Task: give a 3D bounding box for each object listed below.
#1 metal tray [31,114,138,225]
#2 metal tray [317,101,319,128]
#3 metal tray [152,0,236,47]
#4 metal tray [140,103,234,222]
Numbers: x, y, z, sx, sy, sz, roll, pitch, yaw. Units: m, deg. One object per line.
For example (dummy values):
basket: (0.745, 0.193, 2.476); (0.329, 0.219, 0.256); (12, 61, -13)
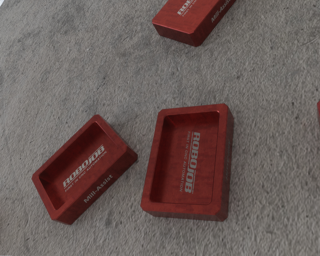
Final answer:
metal tray: (-0.105, 0.054, 0.422); (0.130, 0.030, 0.090); (-45, 51, -3)
metal tray: (0.221, 0.007, 0.280); (0.130, 0.030, 0.090); (-9, 58, 23)
metal tray: (0.060, -0.195, 0.489); (0.090, 0.030, 0.130); (31, 78, 37)
metal tray: (0.034, 0.037, 0.359); (0.090, 0.030, 0.130); (-4, 60, 26)
